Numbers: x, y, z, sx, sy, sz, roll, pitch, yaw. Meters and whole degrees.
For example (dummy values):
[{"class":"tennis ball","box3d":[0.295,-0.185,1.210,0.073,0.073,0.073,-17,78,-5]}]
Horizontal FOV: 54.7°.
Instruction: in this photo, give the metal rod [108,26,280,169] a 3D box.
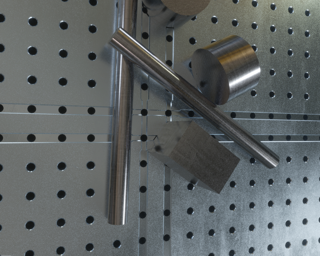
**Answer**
[{"class":"metal rod","box3d":[0.060,-0.028,0.419,0.301,0.025,0.025,35,79,-22]}]

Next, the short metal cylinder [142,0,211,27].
[{"class":"short metal cylinder","box3d":[0.022,-0.180,0.407,0.081,0.050,0.079,0,90,-20]}]

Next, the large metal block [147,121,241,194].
[{"class":"large metal block","box3d":[0.040,0.035,0.398,0.080,0.080,0.050,38,78,-16]}]

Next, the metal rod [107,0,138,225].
[{"class":"metal rod","box3d":[-0.047,-0.030,0.395,0.025,0.025,0.298,3,89,-20]}]

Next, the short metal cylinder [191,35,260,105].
[{"class":"short metal cylinder","box3d":[0.086,-0.077,0.415,0.050,0.080,0.080,-28,100,-18]}]
